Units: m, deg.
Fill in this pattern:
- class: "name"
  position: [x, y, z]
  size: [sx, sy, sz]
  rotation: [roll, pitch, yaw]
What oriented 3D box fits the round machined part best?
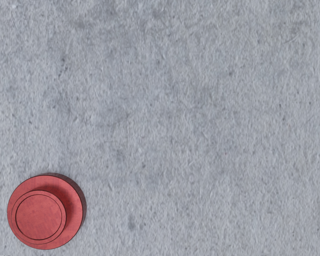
- class: "round machined part"
  position: [-0.149, 0.109, 0.400]
  size: [0.099, 0.042, 0.097]
  rotation: [0, 90, -1]
